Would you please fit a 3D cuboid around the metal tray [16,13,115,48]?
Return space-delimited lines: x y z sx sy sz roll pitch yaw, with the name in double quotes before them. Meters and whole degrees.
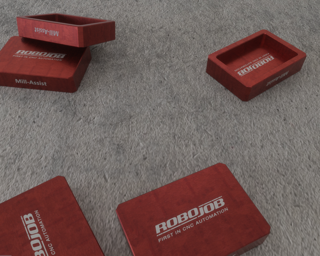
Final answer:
"metal tray" -0.150 -0.161 0.501 0.130 0.030 0.090 15 29 22

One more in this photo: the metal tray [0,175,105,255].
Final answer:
"metal tray" -0.110 0.119 0.299 0.091 0.030 0.130 -26 55 -20

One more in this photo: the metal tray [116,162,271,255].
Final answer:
"metal tray" 0.032 0.098 0.317 0.131 0.030 0.090 -20 53 -16

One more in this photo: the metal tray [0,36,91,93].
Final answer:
"metal tray" -0.184 -0.101 0.484 0.131 0.030 0.090 6 50 5

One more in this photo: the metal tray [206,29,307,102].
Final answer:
"metal tray" 0.150 -0.102 0.486 0.131 0.030 0.090 -29 56 -22
